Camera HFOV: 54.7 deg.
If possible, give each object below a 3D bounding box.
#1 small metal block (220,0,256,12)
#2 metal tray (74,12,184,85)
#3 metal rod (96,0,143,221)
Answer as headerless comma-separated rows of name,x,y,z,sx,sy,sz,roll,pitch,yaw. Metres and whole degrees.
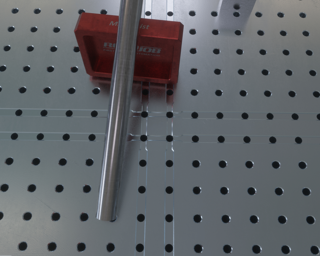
small metal block,0.123,-0.208,0.476,0.050,0.050,0.025,5,70,2
metal tray,-0.038,-0.103,0.412,0.131,0.090,0.030,6,61,2
metal rod,-0.045,-0.040,0.359,0.025,0.025,0.298,8,96,3
